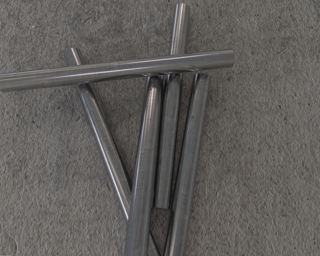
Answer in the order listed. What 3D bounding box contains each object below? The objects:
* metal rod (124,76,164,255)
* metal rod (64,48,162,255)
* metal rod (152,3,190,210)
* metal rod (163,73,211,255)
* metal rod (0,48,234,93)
[{"bbox_3d":[-0.019,0.060,0.365,0.025,0.025,0.299,4,62,1],"label":"metal rod"},{"bbox_3d":[-0.068,0.022,0.399,0.025,0.025,0.299,-22,72,-8],"label":"metal rod"},{"bbox_3d":[0.017,-0.043,0.423,0.025,0.025,0.299,6,70,2],"label":"metal rod"},{"bbox_3d":[0.031,0.068,0.383,0.025,0.025,0.299,10,70,3],"label":"metal rod"},{"bbox_3d":[-0.054,-0.076,0.407,0.302,0.025,0.025,-7,70,-3],"label":"metal rod"}]
